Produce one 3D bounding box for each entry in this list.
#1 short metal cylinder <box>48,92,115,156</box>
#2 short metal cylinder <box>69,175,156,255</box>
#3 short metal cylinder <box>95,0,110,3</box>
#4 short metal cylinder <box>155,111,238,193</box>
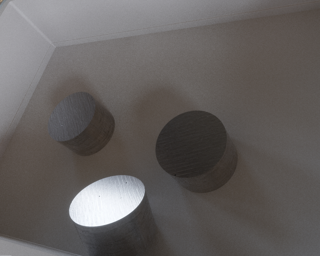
[{"bbox_3d":[-0.114,-0.006,0.451,0.080,0.050,0.080,-13,56,20],"label":"short metal cylinder"},{"bbox_3d":[-0.049,0.095,0.333,0.080,0.050,0.080,-11,25,5],"label":"short metal cylinder"},{"bbox_3d":[-0.120,-0.300,0.617,0.080,0.080,0.050,16,70,34],"label":"short metal cylinder"},{"bbox_3d":[0.042,0.027,0.350,0.080,0.050,0.080,-13,56,20],"label":"short metal cylinder"}]
